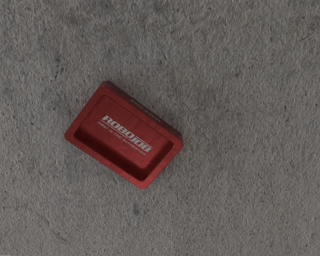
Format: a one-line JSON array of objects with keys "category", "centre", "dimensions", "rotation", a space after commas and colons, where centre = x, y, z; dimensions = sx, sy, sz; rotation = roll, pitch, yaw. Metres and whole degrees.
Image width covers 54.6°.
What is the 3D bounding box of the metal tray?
[{"category": "metal tray", "centre": [-0.046, 0.011, 0.410], "dimensions": [0.130, 0.030, 0.090], "rotation": [36, 106, -13]}]
